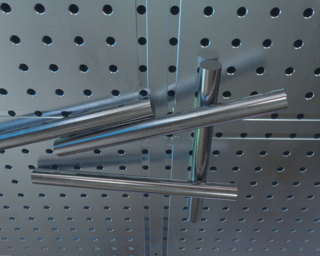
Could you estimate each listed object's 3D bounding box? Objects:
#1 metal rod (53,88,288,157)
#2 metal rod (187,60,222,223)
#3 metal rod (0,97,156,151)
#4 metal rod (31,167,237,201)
[{"bbox_3d":[-0.002,-0.002,0.386,0.300,0.025,0.025,-12,130,19],"label":"metal rod"},{"bbox_3d":[0.059,0.042,0.447,0.025,0.025,0.298,0,130,0],"label":"metal rod"},{"bbox_3d":[-0.154,0.004,0.413,0.301,0.025,0.025,-12,129,10],"label":"metal rod"},{"bbox_3d":[-0.040,0.083,0.460,0.301,0.025,0.025,4,130,4],"label":"metal rod"}]
